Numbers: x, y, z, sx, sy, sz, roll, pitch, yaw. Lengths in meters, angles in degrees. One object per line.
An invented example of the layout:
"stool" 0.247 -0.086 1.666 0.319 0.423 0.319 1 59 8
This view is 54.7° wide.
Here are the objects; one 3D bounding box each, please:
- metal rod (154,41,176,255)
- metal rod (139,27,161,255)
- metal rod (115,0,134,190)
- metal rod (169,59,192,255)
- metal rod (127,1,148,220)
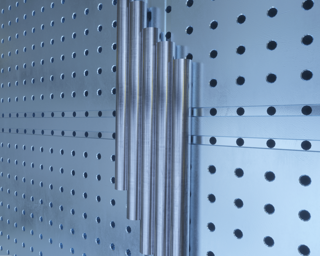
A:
"metal rod" 0.006 0.040 0.402 0.025 0.025 0.298 1 91 39
"metal rod" -0.013 0.018 0.417 0.025 0.025 0.298 1 91 39
"metal rod" -0.051 -0.061 0.449 0.025 0.025 0.298 1 91 39
"metal rod" 0.025 0.066 0.386 0.025 0.025 0.298 1 91 39
"metal rod" -0.032 -0.023 0.432 0.025 0.025 0.298 1 91 39
